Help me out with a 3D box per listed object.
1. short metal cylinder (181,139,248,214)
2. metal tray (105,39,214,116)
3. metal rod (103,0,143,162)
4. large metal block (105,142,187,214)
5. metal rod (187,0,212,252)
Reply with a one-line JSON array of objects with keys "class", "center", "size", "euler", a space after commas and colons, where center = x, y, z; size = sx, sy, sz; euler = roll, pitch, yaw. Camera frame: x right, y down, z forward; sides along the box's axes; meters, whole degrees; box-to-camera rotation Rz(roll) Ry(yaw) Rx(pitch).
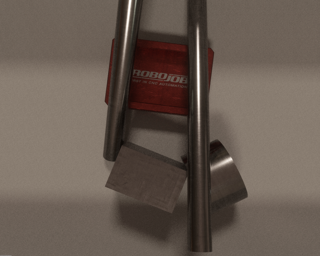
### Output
[{"class": "short metal cylinder", "center": [0.066, 0.061, 0.385], "size": [0.050, 0.080, 0.080], "euler": [-26, 90, 0]}, {"class": "metal tray", "center": [-0.001, -0.065, 0.408], "size": [0.131, 0.030, 0.089], "euler": [7, 90, -1]}, {"class": "metal rod", "center": [-0.038, -0.091, 0.342], "size": [0.025, 0.025, 0.298], "euler": [11, 119, -1]}, {"class": "large metal block", "center": [-0.015, 0.057, 0.384], "size": [0.080, 0.080, 0.050], "euler": [22, 90, -1]}, {"class": "metal rod", "center": [0.044, -0.019, 0.355], "size": [0.025, 0.025, 0.299], "euler": [2, 74, -1]}]
